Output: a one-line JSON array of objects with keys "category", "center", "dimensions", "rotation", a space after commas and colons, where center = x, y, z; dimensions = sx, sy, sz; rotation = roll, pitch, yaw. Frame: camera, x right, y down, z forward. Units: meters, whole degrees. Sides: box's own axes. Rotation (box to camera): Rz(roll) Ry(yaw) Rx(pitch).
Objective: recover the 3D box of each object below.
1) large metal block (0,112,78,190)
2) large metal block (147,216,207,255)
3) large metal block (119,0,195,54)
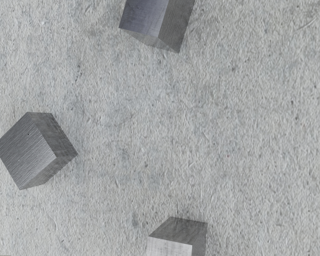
[{"category": "large metal block", "center": [-0.184, 0.033, 0.461], "dimensions": [0.080, 0.050, 0.080], "rotation": [-40, 78, 15]}, {"category": "large metal block", "center": [0.021, 0.161, 0.372], "dimensions": [0.050, 0.080, 0.079], "rotation": [4, 92, 20]}, {"category": "large metal block", "center": [0.001, -0.145, 0.379], "dimensions": [0.050, 0.080, 0.080], "rotation": [20, 97, 19]}]
